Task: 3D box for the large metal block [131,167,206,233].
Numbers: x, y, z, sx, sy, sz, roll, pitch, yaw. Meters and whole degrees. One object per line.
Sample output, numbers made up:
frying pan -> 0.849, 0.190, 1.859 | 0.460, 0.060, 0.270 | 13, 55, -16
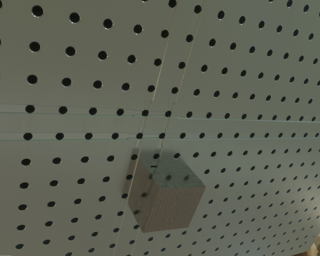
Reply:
large metal block -> 0.011, 0.107, 0.469 | 0.081, 0.050, 0.079 | 5, 116, -31
